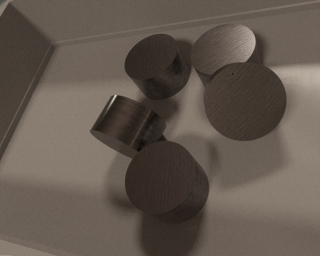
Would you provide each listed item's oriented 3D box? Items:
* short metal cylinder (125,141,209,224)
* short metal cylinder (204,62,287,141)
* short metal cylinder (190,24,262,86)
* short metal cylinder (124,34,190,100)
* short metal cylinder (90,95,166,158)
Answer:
[{"bbox_3d":[0.009,0.061,0.345,0.080,0.050,0.080,-12,59,20],"label":"short metal cylinder"},{"bbox_3d":[0.088,-0.031,0.335,0.080,0.050,0.079,1,102,6],"label":"short metal cylinder"},{"bbox_3d":[0.086,-0.086,0.397,0.080,0.050,0.080,-13,56,20],"label":"short metal cylinder"},{"bbox_3d":[-0.003,-0.087,0.443,0.080,0.050,0.080,-13,56,20],"label":"short metal cylinder"},{"bbox_3d":[-0.039,0.002,0.388,0.080,0.080,0.050,16,70,34],"label":"short metal cylinder"}]
